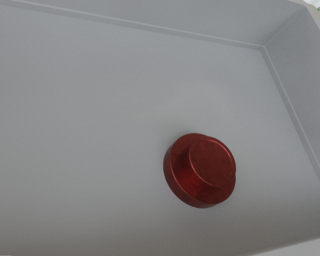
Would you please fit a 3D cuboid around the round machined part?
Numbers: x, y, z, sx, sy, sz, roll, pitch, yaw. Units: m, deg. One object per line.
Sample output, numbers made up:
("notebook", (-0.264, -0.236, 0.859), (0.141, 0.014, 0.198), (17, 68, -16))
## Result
("round machined part", (0.057, 0.049, 0.397), (0.099, 0.042, 0.098), (14, 56, -21))
